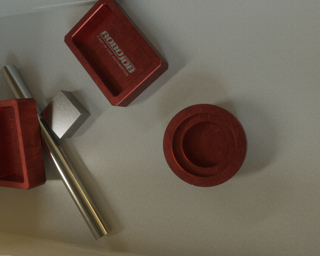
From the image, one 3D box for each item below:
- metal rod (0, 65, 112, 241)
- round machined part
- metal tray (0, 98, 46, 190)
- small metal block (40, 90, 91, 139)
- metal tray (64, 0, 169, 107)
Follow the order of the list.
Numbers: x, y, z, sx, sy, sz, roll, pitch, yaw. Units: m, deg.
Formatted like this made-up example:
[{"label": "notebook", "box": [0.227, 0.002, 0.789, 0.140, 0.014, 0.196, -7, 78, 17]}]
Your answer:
[{"label": "metal rod", "box": [-0.160, 0.029, 0.465, 0.025, 0.025, 0.299, -37, 79, 16]}, {"label": "round machined part", "box": [0.057, 0.020, 0.381, 0.098, 0.042, 0.097, 0, 90, 19]}, {"label": "metal tray", "box": [-0.221, 0.023, 0.465, 0.090, 0.030, 0.129, -2, 97, 31]}, {"label": "small metal block", "box": [-0.140, -0.020, 0.458, 0.050, 0.025, 0.050, 47, 104, 13]}, {"label": "metal tray", "box": [-0.062, -0.105, 0.428, 0.090, 0.030, 0.130, -41, 78, 15]}]
